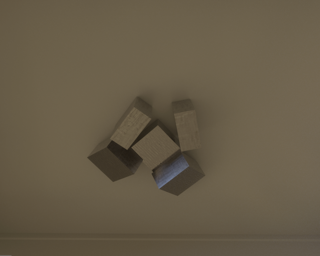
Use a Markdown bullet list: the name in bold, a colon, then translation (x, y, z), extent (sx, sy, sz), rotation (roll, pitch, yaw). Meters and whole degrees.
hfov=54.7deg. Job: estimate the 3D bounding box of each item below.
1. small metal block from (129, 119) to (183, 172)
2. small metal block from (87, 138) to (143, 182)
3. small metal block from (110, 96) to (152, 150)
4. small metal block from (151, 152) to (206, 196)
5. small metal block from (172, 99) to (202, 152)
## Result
- **small metal block**: translation (-0.005, 0.025, 0.418), extent (0.050, 0.025, 0.050), rotation (-40, 106, 13)
- **small metal block**: translation (-0.060, 0.041, 0.412), extent (0.050, 0.025, 0.050), rotation (47, 136, -16)
- **small metal block**: translation (-0.035, -0.007, 0.392), extent (0.025, 0.050, 0.050), rotation (35, 106, -12)
- **small metal block**: translation (0.026, 0.063, 0.419), extent (0.050, 0.025, 0.050), rotation (-39, 143, 12)
- **small metal block**: translation (0.033, -0.005, 0.394), extent (0.025, 0.050, 0.050), rotation (-11, 110, 3)
